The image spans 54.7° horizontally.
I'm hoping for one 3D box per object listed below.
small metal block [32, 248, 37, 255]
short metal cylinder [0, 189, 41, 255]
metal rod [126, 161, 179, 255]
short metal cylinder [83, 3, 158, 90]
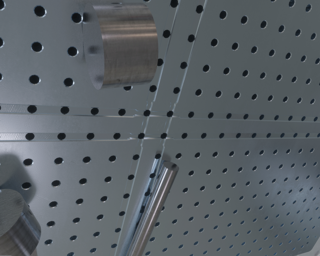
[{"bbox_3d":[-0.190,0.154,0.403,0.050,0.025,0.050,-11,123,-23],"label":"small metal block"},{"bbox_3d":[-0.183,0.115,0.347,0.081,0.080,0.050,-22,127,-15],"label":"short metal cylinder"},{"bbox_3d":[-0.033,0.186,0.508,0.025,0.025,0.298,7,115,-32],"label":"metal rod"},{"bbox_3d":[-0.041,-0.080,0.304,0.050,0.080,0.079,-10,123,-23],"label":"short metal cylinder"}]
